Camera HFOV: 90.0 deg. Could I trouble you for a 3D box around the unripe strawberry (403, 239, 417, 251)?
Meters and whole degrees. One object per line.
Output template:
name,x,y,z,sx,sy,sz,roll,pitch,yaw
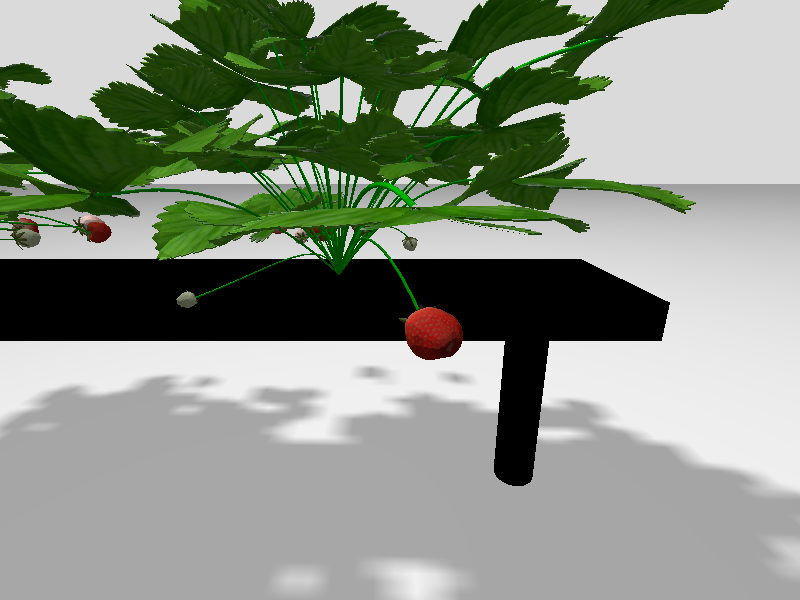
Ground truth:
unripe strawberry,0.012,-0.064,0.465,0.016,0.016,0.014,10,48,29

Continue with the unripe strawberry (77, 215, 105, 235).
unripe strawberry,-0.437,-0.106,0.569,0.033,0.028,0.033,5,18,16

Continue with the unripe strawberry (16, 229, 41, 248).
unripe strawberry,-0.455,-0.076,0.491,0.022,0.023,0.023,6,18,19

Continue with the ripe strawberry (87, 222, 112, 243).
ripe strawberry,-0.386,-0.087,0.515,0.024,0.027,0.026,12,21,34

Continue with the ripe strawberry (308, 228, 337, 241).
ripe strawberry,-0.101,-0.093,0.521,0.037,0.032,0.037,-5,18,-14

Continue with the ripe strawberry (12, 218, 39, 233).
ripe strawberry,-0.518,-0.100,0.557,0.027,0.028,0.029,-1,17,-3

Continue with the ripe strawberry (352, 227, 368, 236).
ripe strawberry,-0.054,-0.111,0.580,0.034,0.035,0.036,0,17,0

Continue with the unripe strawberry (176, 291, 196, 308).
unripe strawberry,-0.145,0.000,0.271,0.011,0.011,0.011,17,25,42

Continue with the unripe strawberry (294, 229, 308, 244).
unripe strawberry,-0.125,-0.080,0.504,0.016,0.019,0.018,-8,19,-23

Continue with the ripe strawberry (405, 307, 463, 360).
ripe strawberry,0.018,0.017,0.192,0.029,0.025,0.029,-7,20,-22

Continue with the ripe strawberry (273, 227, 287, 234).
ripe strawberry,-0.184,-0.118,0.597,0.037,0.039,0.041,-9,8,-26
